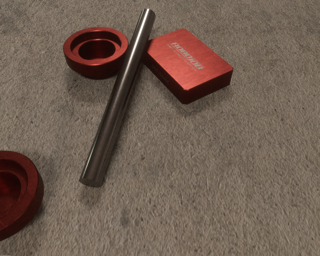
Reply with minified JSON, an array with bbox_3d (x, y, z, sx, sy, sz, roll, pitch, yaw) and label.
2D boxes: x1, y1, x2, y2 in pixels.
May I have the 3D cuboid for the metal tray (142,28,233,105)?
[{"bbox_3d":[0.038,-0.101,0.486,0.091,0.030,0.130,-26,55,-21],"label":"metal tray"}]

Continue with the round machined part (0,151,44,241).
[{"bbox_3d":[-0.173,0.075,0.327,0.099,0.042,0.098,0,50,0],"label":"round machined part"}]

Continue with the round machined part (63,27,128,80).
[{"bbox_3d":[-0.097,-0.113,0.486,0.099,0.042,0.098,0,50,0],"label":"round machined part"}]

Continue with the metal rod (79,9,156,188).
[{"bbox_3d":[-0.049,-0.061,0.429,0.025,0.025,0.300,9,58,7],"label":"metal rod"}]
